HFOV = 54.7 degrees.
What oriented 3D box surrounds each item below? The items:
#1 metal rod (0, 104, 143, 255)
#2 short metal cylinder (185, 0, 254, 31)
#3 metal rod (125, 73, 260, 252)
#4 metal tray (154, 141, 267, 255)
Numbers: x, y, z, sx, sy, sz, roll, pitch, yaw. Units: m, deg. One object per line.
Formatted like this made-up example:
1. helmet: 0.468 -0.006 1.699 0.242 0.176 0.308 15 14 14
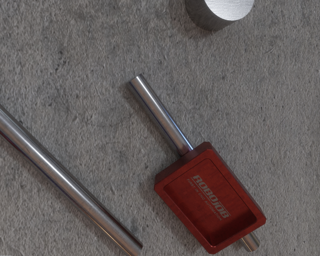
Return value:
1. metal rod: -0.127 0.048 0.362 0.025 0.025 0.300 -45 104 -14
2. short metal cylinder: 0.081 -0.180 0.426 0.081 0.050 0.080 0 90 -20
3. metal rod: 0.052 0.055 0.428 0.025 0.025 0.299 -39 103 -16
4. metal tray: 0.065 0.094 0.409 0.090 0.030 0.130 -36 102 11
